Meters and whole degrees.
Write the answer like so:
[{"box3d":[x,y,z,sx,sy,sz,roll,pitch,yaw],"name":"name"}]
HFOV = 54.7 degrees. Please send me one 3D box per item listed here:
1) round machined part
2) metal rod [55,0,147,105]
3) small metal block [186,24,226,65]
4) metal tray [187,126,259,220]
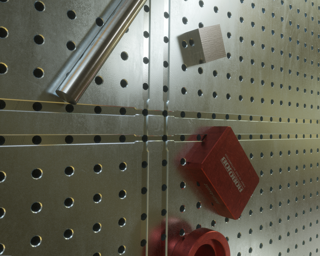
[{"box3d":[0.054,0.193,0.447,0.099,0.042,0.097,0,90,-40],"name":"round machined part"},{"box3d":[-0.033,-0.155,0.382,0.025,0.025,0.300,43,64,-32],"name":"metal rod"},{"box3d":[0.071,-0.127,0.471,0.050,0.025,0.050,-24,106,-38],"name":"small metal block"},{"box3d":[0.106,0.072,0.498,0.090,0.030,0.130,-50,120,-29],"name":"metal tray"}]
